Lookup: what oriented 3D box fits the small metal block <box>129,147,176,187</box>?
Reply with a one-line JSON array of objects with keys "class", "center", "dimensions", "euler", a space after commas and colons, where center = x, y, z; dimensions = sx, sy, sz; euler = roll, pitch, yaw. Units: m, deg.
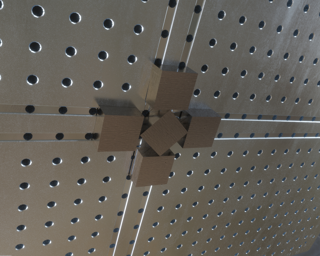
[{"class": "small metal block", "center": [-0.011, 0.054, 0.440], "dimensions": [0.050, 0.025, 0.050], "euler": [0, 118, -29]}]

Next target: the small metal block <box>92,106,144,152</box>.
[{"class": "small metal block", "center": [-0.052, 0.001, 0.384], "dimensions": [0.050, 0.025, 0.050], "euler": [1, 118, -30]}]

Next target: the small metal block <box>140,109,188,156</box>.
[{"class": "small metal block", "center": [0.001, 0.002, 0.414], "dimensions": [0.050, 0.025, 0.050], "euler": [-41, 130, -1]}]

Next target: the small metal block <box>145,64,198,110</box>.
[{"class": "small metal block", "center": [0.014, -0.051, 0.389], "dimensions": [0.050, 0.025, 0.050], "euler": [-1, 119, -29]}]

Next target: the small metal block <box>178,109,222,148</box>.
[{"class": "small metal block", "center": [0.054, 0.001, 0.443], "dimensions": [0.050, 0.025, 0.050], "euler": [0, 119, -29]}]
